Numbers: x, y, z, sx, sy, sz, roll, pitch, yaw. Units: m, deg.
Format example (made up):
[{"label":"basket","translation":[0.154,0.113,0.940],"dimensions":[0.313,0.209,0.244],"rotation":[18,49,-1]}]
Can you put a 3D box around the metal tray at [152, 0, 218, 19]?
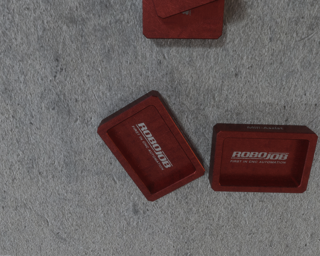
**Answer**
[{"label":"metal tray","translation":[0.021,-0.186,0.306],"dimensions":[0.090,0.030,0.129],"rotation":[-18,109,6]}]

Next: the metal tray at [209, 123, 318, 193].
[{"label":"metal tray","translation":[0.137,0.042,0.423],"dimensions":[0.131,0.030,0.089],"rotation":[2,110,-1]}]

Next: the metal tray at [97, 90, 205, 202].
[{"label":"metal tray","translation":[-0.010,0.026,0.416],"dimensions":[0.090,0.030,0.130],"rotation":[-30,108,10]}]

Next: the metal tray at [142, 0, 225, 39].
[{"label":"metal tray","translation":[0.026,-0.167,0.345],"dimensions":[0.091,0.030,0.129],"rotation":[0,110,-1]}]
